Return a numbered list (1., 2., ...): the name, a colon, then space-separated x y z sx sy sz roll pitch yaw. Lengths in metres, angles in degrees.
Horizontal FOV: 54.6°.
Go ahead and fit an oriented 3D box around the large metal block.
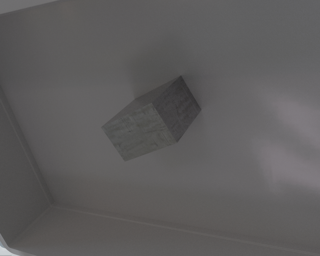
1. large metal block: -0.008 -0.012 0.371 0.080 0.080 0.050 -22 106 36
